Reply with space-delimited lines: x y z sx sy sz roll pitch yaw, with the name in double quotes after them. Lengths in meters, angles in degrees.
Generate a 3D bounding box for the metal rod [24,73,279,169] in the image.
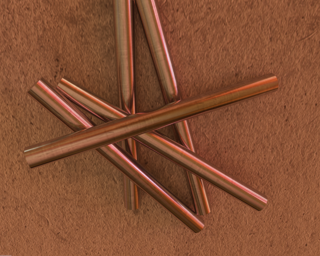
0.001 -0.013 0.361 0.302 0.025 0.025 -18 110 -11 "metal rod"

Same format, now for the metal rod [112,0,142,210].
-0.041 -0.028 0.398 0.025 0.025 0.298 -1 110 0 "metal rod"

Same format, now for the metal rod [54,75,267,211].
0.010 0.025 0.391 0.301 0.025 0.025 31 107 -11 "metal rod"

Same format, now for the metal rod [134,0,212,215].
0.023 -0.015 0.404 0.025 0.025 0.298 -15 110 5 "metal rod"

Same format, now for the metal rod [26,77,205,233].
-0.040 0.049 0.398 0.025 0.025 0.300 -39 116 13 "metal rod"
